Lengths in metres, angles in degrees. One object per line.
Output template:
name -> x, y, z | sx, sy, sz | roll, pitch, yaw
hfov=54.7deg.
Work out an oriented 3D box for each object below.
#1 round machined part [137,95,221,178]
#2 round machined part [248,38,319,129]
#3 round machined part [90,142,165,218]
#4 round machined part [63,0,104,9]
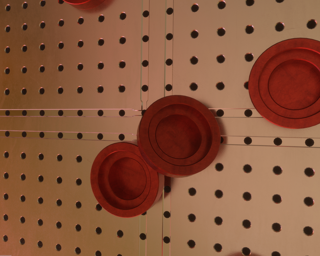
round machined part -> 0.020, 0.012, 0.380 | 0.099, 0.042, 0.098 | 3, 73, -11
round machined part -> 0.152, -0.048, 0.350 | 0.098, 0.042, 0.097 | 0, 90, 19
round machined part -> -0.040, 0.067, 0.416 | 0.098, 0.042, 0.097 | 0, 90, 20
round machined part -> -0.115, -0.226, 0.443 | 0.098, 0.042, 0.097 | 0, 90, 19
